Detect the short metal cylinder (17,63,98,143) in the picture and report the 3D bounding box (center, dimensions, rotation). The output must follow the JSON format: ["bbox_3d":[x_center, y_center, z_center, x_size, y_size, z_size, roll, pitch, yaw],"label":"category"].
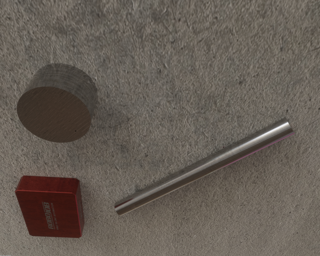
[{"bbox_3d":[-0.118,-0.029,0.365,0.081,0.050,0.079,0,130,0],"label":"short metal cylinder"}]

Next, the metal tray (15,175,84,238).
[{"bbox_3d":[-0.178,0.135,0.517,0.091,0.030,0.129,4,130,-4],"label":"metal tray"}]

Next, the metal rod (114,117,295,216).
[{"bbox_3d":[0.051,0.066,0.463,0.300,0.025,0.025,-30,124,23],"label":"metal rod"}]
